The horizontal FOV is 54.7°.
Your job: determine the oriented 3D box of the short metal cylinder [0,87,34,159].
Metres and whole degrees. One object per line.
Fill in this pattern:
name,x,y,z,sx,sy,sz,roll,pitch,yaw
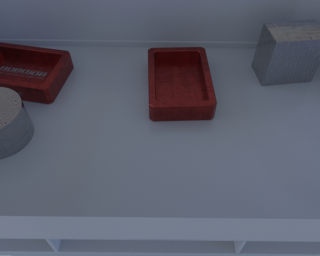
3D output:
short metal cylinder,-0.209,-0.007,0.392,0.081,0.050,0.080,0,50,0

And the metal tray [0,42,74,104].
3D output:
metal tray,-0.211,-0.086,0.471,0.131,0.030,0.090,9,50,7

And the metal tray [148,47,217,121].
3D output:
metal tray,0.028,-0.069,0.459,0.091,0.030,0.130,-1,50,-2

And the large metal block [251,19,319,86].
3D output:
large metal block,0.194,-0.113,0.467,0.081,0.080,0.050,-6,51,-5
